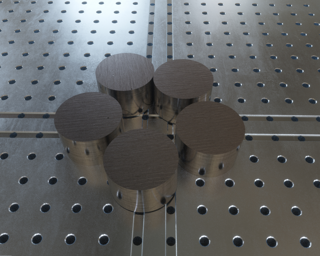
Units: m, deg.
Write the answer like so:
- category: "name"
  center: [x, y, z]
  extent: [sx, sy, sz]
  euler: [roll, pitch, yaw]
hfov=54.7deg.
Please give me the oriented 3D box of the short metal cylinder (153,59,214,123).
- category: "short metal cylinder"
  center: [0.031, -0.051, 0.433]
  extent: [0.081, 0.050, 0.080]
  euler: [0, 50, 0]

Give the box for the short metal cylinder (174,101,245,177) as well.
- category: "short metal cylinder"
  center: [0.058, 0.013, 0.379]
  extent: [0.081, 0.050, 0.080]
  euler: [0, 51, 0]

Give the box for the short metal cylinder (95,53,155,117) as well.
- category: "short metal cylinder"
  center: [-0.048, -0.063, 0.443]
  extent: [0.081, 0.050, 0.080]
  euler: [0, 50, 0]

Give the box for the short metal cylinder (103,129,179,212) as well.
- category: "short metal cylinder"
  center: [-0.020, 0.047, 0.350]
  extent: [0.080, 0.050, 0.080]
  euler: [0, 50, 1]

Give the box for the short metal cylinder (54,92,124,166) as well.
- category: "short metal cylinder"
  center: [-0.086, 0.000, 0.390]
  extent: [0.081, 0.050, 0.080]
  euler: [0, 50, 0]
